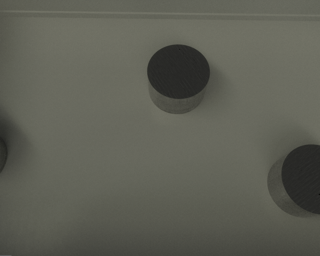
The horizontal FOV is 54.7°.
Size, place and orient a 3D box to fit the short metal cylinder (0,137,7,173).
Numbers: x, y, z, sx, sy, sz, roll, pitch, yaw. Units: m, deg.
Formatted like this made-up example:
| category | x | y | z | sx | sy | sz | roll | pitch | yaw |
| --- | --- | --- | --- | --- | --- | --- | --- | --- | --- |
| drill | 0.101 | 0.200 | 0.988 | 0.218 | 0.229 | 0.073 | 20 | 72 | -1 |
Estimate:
| category | x | y | z | sx | sy | sz | roll | pitch | yaw |
| --- | --- | --- | --- | --- | --- | --- | --- | --- | --- |
| short metal cylinder | -0.241 | 0.032 | 0.383 | 0.081 | 0.050 | 0.080 | 0 | 70 | 0 |

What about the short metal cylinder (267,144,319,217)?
| category | x | y | z | sx | sy | sz | roll | pitch | yaw |
| --- | --- | --- | --- | --- | --- | --- | --- | --- | --- |
| short metal cylinder | 0.178 | 0.065 | 0.374 | 0.081 | 0.050 | 0.080 | 0 | 70 | 0 |

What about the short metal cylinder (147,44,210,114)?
| category | x | y | z | sx | sy | sz | roll | pitch | yaw |
| --- | --- | --- | --- | --- | --- | --- | --- | --- | --- |
| short metal cylinder | 0.024 | -0.065 | 0.420 | 0.081 | 0.050 | 0.080 | 0 | 70 | 0 |
